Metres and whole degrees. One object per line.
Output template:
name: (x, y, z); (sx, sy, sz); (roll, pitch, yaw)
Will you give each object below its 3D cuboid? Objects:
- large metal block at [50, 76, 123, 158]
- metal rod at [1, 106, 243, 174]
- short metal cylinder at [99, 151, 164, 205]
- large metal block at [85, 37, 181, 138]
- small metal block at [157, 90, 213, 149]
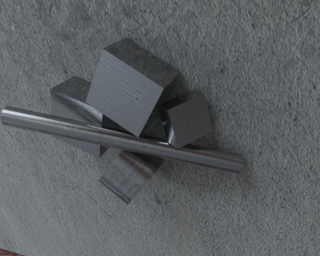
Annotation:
large metal block: (-0.103, -0.016, 0.436); (0.080, 0.050, 0.079); (23, 127, 14)
metal rod: (-0.048, 0.015, 0.389); (0.302, 0.025, 0.025); (12, 125, 2)
short metal cylinder: (-0.039, 0.058, 0.429); (0.050, 0.080, 0.080); (39, 129, 1)
large metal block: (-0.034, -0.049, 0.376); (0.080, 0.050, 0.079); (34, 129, 5)
small metal block: (0.030, -0.011, 0.366); (0.025, 0.050, 0.050); (29, 140, 58)
